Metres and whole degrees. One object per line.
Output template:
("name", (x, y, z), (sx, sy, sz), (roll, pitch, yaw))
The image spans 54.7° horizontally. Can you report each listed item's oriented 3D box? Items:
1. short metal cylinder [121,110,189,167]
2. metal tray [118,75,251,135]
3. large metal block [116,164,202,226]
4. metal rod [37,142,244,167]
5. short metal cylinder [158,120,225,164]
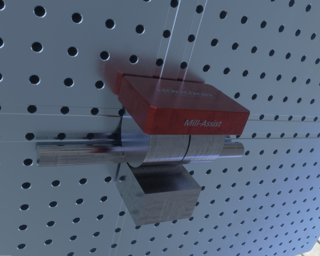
("short metal cylinder", (-0.008, 0.006, 0.371), (0.050, 0.080, 0.079), (0, 118, -29))
("metal tray", (0.027, -0.026, 0.363), (0.131, 0.090, 0.030), (1, 118, -29))
("large metal block", (-0.005, 0.079, 0.417), (0.081, 0.080, 0.050), (1, 118, -29))
("metal rod", (-0.006, 0.033, 0.424), (0.303, 0.025, 0.025), (1, 118, -29))
("short metal cylinder", (0.038, 0.006, 0.397), (0.050, 0.080, 0.079), (2, 118, -29))
